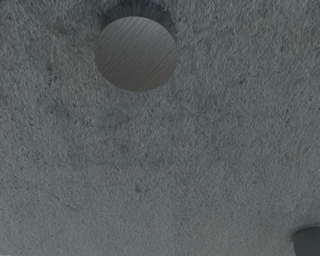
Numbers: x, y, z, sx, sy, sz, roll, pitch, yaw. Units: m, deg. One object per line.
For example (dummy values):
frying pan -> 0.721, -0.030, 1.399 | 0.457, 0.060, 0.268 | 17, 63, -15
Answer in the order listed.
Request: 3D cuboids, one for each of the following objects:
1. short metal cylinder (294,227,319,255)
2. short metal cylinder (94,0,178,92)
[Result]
short metal cylinder -> 0.293, 0.231, 0.571 | 0.080, 0.080, 0.050 | -18, 128, 14
short metal cylinder -> -0.023, -0.084, 0.318 | 0.081, 0.050, 0.079 | 0, 130, 0
